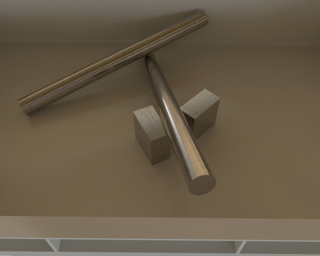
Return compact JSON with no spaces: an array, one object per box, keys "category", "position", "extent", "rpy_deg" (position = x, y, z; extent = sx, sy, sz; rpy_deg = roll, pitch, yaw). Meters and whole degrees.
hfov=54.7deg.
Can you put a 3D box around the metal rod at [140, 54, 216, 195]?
[{"category":"metal rod","position":[0.007,-0.036,0.389],"extent":[0.025,0.025,0.300],"rpy_deg":[-9,37,-8]}]

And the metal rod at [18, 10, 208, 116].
[{"category":"metal rod","position":[-0.060,-0.100,0.456],"extent":[0.302,0.025,0.025],"rpy_deg":[-29,56,-11]}]

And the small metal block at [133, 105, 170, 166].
[{"category":"small metal block","position":[-0.010,0.009,0.381],"extent":[0.025,0.050,0.050],"rpy_deg":[-21,53,-16]}]

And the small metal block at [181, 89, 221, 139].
[{"category":"small metal block","position":[0.050,-0.015,0.402],"extent":[0.025,0.050,0.050],"rpy_deg":[37,59,26]}]
